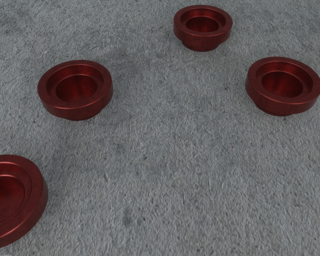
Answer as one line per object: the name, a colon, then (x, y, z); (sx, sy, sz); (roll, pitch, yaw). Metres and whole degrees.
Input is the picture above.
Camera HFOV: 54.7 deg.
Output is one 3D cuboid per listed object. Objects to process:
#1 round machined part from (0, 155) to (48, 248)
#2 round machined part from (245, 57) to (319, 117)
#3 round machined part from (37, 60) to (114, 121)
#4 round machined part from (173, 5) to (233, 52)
round machined part: (-0.167, 0.079, 0.324); (0.099, 0.042, 0.098); (0, 50, 0)
round machined part: (0.170, -0.055, 0.439); (0.099, 0.042, 0.098); (0, 50, 0)
round machined part: (-0.114, -0.048, 0.432); (0.099, 0.042, 0.098); (0, 50, 0)
round machined part: (0.072, -0.168, 0.534); (0.099, 0.042, 0.098); (0, 50, 0)
